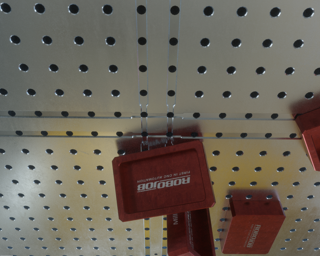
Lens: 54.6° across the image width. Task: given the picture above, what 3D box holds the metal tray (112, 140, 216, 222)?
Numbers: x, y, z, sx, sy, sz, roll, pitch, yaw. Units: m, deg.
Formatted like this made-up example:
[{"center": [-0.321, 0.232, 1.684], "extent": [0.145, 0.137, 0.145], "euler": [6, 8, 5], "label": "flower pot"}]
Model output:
[{"center": [0.004, 0.074, 0.431], "extent": [0.130, 0.090, 0.030], "euler": [-12, 164, 10], "label": "metal tray"}]

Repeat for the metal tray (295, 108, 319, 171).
[{"center": [0.259, 0.001, 0.411], "extent": [0.130, 0.030, 0.090], "euler": [-23, 127, 18], "label": "metal tray"}]

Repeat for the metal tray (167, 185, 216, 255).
[{"center": [0.046, 0.146, 0.467], "extent": [0.030, 0.130, 0.090], "euler": [-27, 125, 21], "label": "metal tray"}]

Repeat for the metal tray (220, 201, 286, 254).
[{"center": [0.165, 0.185, 0.566], "extent": [0.090, 0.030, 0.129], "euler": [1, 130, -1], "label": "metal tray"}]
